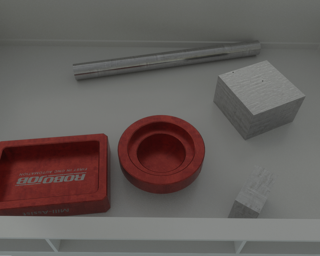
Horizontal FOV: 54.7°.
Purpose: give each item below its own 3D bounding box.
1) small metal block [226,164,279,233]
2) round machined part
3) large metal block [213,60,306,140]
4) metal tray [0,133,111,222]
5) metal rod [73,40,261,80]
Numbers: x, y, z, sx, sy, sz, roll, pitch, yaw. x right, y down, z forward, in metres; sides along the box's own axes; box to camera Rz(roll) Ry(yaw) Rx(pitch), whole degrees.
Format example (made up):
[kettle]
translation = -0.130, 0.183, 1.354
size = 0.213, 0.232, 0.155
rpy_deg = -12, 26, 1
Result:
[small metal block]
translation = 0.097, 0.075, 0.327
size = 0.025, 0.050, 0.050
rpy_deg = 28, 55, 21
[round machined part]
translation = 0.002, 0.034, 0.365
size = 0.099, 0.042, 0.098
rpy_deg = 0, 50, 0
[large metal block]
translation = 0.132, -0.040, 0.424
size = 0.081, 0.050, 0.080
rpy_deg = -19, 53, -16
[metal tray]
translation = -0.124, 0.054, 0.354
size = 0.131, 0.030, 0.090
rpy_deg = -4, 50, -4
[metal rod]
translation = 0.016, -0.110, 0.497
size = 0.302, 0.025, 0.025
rpy_deg = -10, 51, -9
